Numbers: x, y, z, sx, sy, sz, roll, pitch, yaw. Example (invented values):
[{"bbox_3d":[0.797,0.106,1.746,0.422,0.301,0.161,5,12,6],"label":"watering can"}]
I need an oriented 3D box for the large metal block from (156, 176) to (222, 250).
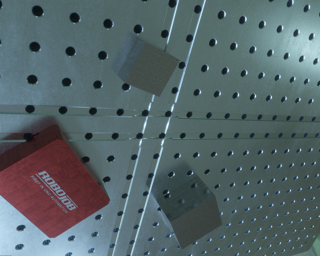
[{"bbox_3d":[0.050,0.140,0.511,0.080,0.050,0.080,-28,128,-11],"label":"large metal block"}]

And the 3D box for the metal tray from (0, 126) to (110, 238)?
[{"bbox_3d":[-0.131,0.071,0.381,0.090,0.030,0.130,-32,129,-8],"label":"metal tray"}]

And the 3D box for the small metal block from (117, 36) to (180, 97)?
[{"bbox_3d":[-0.013,-0.071,0.362,0.050,0.025,0.050,19,108,-36],"label":"small metal block"}]
